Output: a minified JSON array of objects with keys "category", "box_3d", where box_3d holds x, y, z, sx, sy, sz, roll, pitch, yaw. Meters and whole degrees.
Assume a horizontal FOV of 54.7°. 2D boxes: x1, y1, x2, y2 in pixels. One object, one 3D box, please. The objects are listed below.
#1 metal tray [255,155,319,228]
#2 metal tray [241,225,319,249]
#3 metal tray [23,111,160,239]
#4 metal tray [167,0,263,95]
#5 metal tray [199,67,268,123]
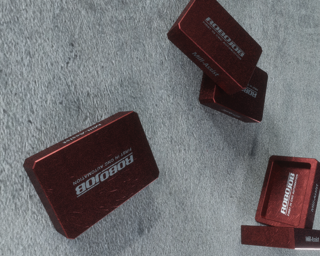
[{"category":"metal tray","box_3d":[0.231,0.117,0.555,0.030,0.090,0.130,31,71,-36]},{"category":"metal tray","box_3d":[0.209,0.183,0.518,0.131,0.090,0.030,19,67,-39]},{"category":"metal tray","box_3d":[-0.068,0.046,0.344,0.131,0.030,0.090,-31,110,-36]},{"category":"metal tray","box_3d":[0.083,-0.122,0.445,0.130,0.030,0.090,39,61,-17]},{"category":"metal tray","box_3d":[0.124,-0.067,0.504,0.131,0.030,0.090,17,79,-39]}]
